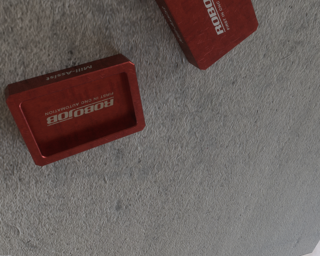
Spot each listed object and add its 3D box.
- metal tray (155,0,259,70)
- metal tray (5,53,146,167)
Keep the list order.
[{"bbox_3d":[0.050,-0.141,0.343,0.090,0.030,0.130,-39,129,-2],"label":"metal tray"},{"bbox_3d":[-0.087,-0.020,0.343,0.131,0.030,0.089,-20,126,-17],"label":"metal tray"}]
